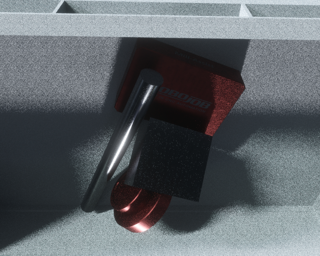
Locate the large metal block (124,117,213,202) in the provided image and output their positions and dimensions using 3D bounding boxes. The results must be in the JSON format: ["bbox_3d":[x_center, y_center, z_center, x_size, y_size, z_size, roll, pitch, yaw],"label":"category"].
[{"bbox_3d":[0.009,0.040,0.378,0.081,0.080,0.050,17,168,-15],"label":"large metal block"}]

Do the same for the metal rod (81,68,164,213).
[{"bbox_3d":[-0.064,0.040,0.415,0.025,0.025,0.298,17,136,-15],"label":"metal rod"}]

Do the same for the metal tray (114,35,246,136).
[{"bbox_3d":[0.021,-0.044,0.369,0.131,0.030,0.089,17,128,-14],"label":"metal tray"}]

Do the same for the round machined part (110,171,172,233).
[{"bbox_3d":[-0.032,0.093,0.441,0.098,0.098,0.042,-33,123,24],"label":"round machined part"}]

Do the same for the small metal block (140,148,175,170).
[{"bbox_3d":[-0.007,0.040,0.426,0.050,0.050,0.025,17,128,-15],"label":"small metal block"}]
